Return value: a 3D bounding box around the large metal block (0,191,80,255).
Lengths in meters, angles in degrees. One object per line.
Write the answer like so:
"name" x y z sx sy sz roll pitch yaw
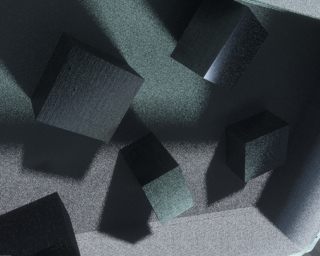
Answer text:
"large metal block" -0.149 0.136 0.375 0.081 0.080 0.050 -22 127 -15

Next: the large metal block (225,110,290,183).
"large metal block" 0.153 0.028 0.493 0.081 0.050 0.080 -21 127 -16

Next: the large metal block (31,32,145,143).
"large metal block" -0.077 -0.040 0.325 0.080 0.050 0.080 21 107 -36

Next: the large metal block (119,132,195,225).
"large metal block" -0.004 0.065 0.411 0.050 0.080 0.080 -29 128 -10

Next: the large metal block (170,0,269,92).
"large metal block" 0.070 -0.095 0.354 0.080 0.050 0.080 9 116 -57
